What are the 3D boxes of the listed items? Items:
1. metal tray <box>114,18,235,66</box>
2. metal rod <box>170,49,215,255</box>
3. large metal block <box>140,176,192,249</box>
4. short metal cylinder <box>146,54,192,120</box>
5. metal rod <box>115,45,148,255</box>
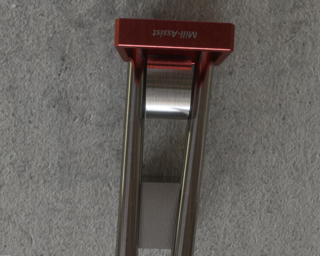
[{"bbox_3d":[0.016,-0.102,0.378,0.131,0.090,0.030,2,90,-1],"label":"metal tray"},{"bbox_3d":[0.038,0.045,0.365,0.025,0.025,0.299,9,75,-1],"label":"metal rod"},{"bbox_3d":[0.002,0.105,0.397,0.081,0.050,0.079,2,90,-1],"label":"large metal block"},{"bbox_3d":[0.010,-0.050,0.384,0.050,0.080,0.079,2,90,-1],"label":"short metal cylinder"},{"bbox_3d":[-0.033,0.042,0.365,0.025,0.025,0.299,2,75,-1],"label":"metal rod"}]
